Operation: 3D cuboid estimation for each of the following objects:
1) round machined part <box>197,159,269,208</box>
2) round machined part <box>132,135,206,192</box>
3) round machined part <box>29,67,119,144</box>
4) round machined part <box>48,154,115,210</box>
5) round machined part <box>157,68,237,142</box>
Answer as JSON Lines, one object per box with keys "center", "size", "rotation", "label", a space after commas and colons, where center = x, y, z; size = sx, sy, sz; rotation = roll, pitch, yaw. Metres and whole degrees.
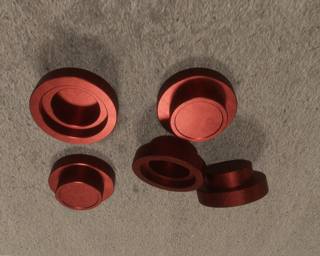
{"center": [0.099, 0.074, 0.437], "size": [0.098, 0.098, 0.042], "rotation": [-12, 94, 9], "label": "round machined part"}
{"center": [0.015, 0.046, 0.423], "size": [0.098, 0.042, 0.098], "rotation": [10, 145, 7], "label": "round machined part"}
{"center": [-0.098, -0.030, 0.369], "size": [0.099, 0.042, 0.097], "rotation": [-1, 130, 0], "label": "round machined part"}
{"center": [-0.119, 0.088, 0.469], "size": [0.099, 0.042, 0.097], "rotation": [-1, 130, 0], "label": "round machined part"}
{"center": [0.045, -0.021, 0.379], "size": [0.099, 0.042, 0.097], "rotation": [-1, 130, 0], "label": "round machined part"}
